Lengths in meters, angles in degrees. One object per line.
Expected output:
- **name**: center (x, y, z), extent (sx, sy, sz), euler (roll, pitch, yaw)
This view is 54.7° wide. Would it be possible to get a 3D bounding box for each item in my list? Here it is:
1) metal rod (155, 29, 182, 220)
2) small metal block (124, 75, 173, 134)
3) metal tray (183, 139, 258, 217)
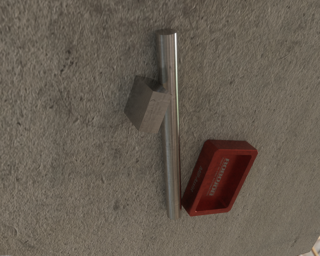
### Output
- **metal rod**: center (0.015, 0.017, 0.427), extent (0.025, 0.025, 0.298), euler (-17, 126, -19)
- **small metal block**: center (-0.016, -0.028, 0.366), extent (0.025, 0.050, 0.050), euler (8, 115, -32)
- **metal tray**: center (0.096, 0.083, 0.509), extent (0.091, 0.030, 0.129), euler (4, 117, -31)
